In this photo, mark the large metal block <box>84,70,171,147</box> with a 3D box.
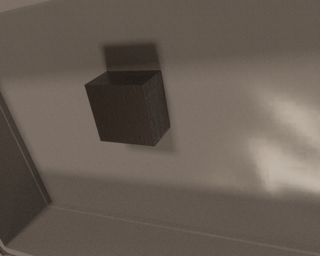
[{"bbox_3d":[-0.039,-0.027,0.395,0.080,0.050,0.079,4,120,26],"label":"large metal block"}]
